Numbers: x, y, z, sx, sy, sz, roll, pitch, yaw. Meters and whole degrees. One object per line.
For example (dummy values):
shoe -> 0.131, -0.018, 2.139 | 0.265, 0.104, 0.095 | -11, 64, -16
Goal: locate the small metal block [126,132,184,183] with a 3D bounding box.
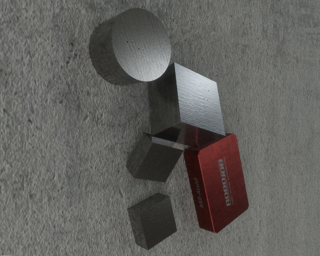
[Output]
small metal block -> -0.007, 0.038, 0.386 | 0.050, 0.025, 0.050 | 17, 108, -39

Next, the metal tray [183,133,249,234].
metal tray -> 0.090, 0.082, 0.477 | 0.091, 0.030, 0.129 | -21, 104, -38

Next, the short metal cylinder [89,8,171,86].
short metal cylinder -> -0.034, -0.091, 0.360 | 0.081, 0.050, 0.079 | 0, 90, -40

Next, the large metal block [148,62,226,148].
large metal block -> 0.034, -0.026, 0.400 | 0.081, 0.050, 0.080 | 16, 59, -39

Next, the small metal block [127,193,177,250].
small metal block -> -0.009, 0.118, 0.397 | 0.050, 0.025, 0.050 | -20, 103, -38
